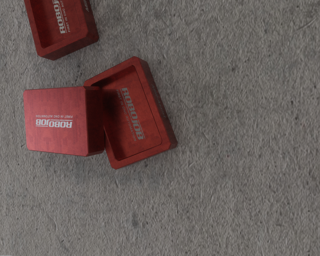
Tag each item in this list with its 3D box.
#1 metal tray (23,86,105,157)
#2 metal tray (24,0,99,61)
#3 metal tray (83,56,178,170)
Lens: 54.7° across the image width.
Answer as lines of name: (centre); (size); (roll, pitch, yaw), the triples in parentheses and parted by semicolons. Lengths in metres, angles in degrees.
metal tray: (-0.137, -0.011, 0.435); (0.130, 0.030, 0.089); (2, 96, 33)
metal tray: (-0.150, -0.177, 0.459); (0.090, 0.030, 0.129); (-17, 84, 19)
metal tray: (-0.041, -0.019, 0.420); (0.090, 0.030, 0.129); (-23, 83, 18)
